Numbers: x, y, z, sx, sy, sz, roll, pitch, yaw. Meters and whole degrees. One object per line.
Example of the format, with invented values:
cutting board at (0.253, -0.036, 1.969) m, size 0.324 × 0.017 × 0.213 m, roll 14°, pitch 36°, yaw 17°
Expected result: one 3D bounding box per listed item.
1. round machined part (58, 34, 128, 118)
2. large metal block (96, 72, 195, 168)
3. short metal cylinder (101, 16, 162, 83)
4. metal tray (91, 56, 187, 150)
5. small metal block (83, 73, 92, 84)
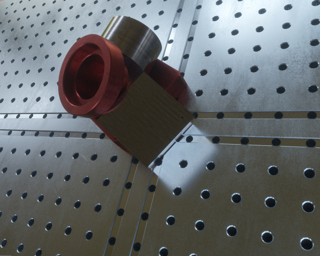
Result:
round machined part at (-0.077, -0.060, 0.377) m, size 0.098 × 0.042 × 0.097 m, roll -8°, pitch 77°, yaw 38°
large metal block at (-0.016, -0.007, 0.380) m, size 0.080 × 0.050 × 0.080 m, roll 42°, pitch 85°, yaw 8°
short metal cylinder at (-0.044, -0.104, 0.419) m, size 0.080 × 0.080 × 0.050 m, roll 14°, pitch 69°, yaw 33°
metal tray at (-0.036, -0.042, 0.449) m, size 0.130 × 0.030 × 0.090 m, roll -47°, pitch 52°, yaw -5°
small metal block at (-0.098, -0.050, 0.432) m, size 0.025 × 0.050 × 0.050 m, roll 21°, pitch 73°, yaw 35°
